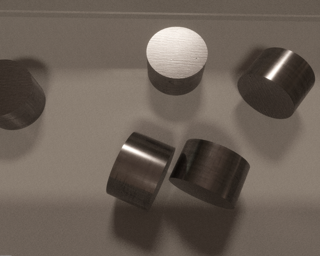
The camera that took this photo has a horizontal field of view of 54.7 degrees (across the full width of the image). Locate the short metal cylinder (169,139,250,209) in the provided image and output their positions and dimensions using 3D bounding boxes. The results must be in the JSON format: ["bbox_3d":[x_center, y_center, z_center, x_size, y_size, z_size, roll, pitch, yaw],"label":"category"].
[{"bbox_3d":[0.057,0.054,0.361,0.080,0.080,0.050,24,72,8],"label":"short metal cylinder"}]

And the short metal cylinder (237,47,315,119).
[{"bbox_3d":[0.150,-0.057,0.403,0.080,0.080,0.050,38,74,12],"label":"short metal cylinder"}]

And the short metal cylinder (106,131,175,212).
[{"bbox_3d":[-0.021,0.050,0.362,0.050,0.080,0.080,23,72,8],"label":"short metal cylinder"}]

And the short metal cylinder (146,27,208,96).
[{"bbox_3d":[0.022,-0.092,0.430,0.081,0.050,0.080,0,70,0],"label":"short metal cylinder"}]

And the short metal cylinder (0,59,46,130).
[{"bbox_3d":[-0.201,-0.043,0.410,0.081,0.050,0.080,0,70,0],"label":"short metal cylinder"}]
